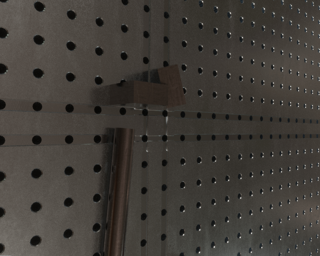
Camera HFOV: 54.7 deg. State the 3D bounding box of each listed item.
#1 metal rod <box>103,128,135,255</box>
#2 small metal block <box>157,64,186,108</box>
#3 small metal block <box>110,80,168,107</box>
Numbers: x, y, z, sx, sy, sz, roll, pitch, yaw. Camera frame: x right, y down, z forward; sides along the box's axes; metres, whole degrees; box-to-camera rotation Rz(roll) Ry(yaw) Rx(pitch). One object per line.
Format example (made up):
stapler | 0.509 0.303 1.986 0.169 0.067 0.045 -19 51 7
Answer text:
metal rod | -0.054 0.149 0.365 0.025 0.025 0.298 8 85 -40
small metal block | 0.015 -0.056 0.405 0.025 0.050 0.050 -13 102 3
small metal block | -0.026 -0.040 0.373 0.050 0.050 0.025 1 90 -40
